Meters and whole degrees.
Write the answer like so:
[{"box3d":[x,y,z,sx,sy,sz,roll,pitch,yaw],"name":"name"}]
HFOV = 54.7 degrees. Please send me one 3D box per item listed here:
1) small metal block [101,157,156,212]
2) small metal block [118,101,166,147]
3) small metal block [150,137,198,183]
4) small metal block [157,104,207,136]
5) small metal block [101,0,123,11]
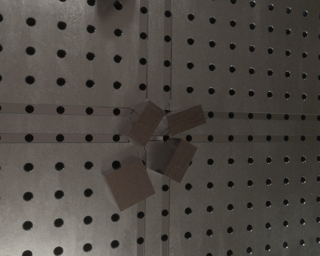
[{"box3d":[-0.041,0.071,0.399,0.050,0.025,0.050,-25,99,-19],"name":"small metal block"},{"box3d":[-0.024,-0.005,0.391,0.025,0.050,0.050,35,79,-17],"name":"small metal block"},{"box3d":[0.017,0.041,0.407,0.025,0.050,0.050,31,80,-18],"name":"small metal block"},{"box3d":[0.025,-0.010,0.410,0.050,0.050,0.025,-20,97,-19],"name":"small metal block"},{"box3d":[-0.047,-0.179,0.382,0.050,0.050,0.025,-45,105,-15],"name":"small metal block"}]
